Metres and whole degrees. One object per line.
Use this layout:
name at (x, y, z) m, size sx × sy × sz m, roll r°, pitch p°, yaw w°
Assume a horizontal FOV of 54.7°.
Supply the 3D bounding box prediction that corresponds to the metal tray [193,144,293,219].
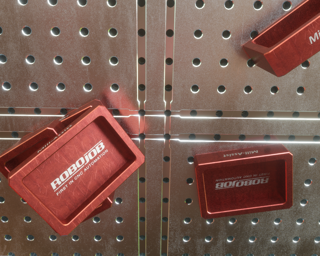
metal tray at (0.118, 0.077, 0.440) m, size 0.131 × 0.030 × 0.089 m, roll -8°, pitch 110°, yaw 2°

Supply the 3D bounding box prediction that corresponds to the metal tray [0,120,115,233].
metal tray at (-0.132, 0.066, 0.400) m, size 0.090 × 0.030 × 0.130 m, roll -30°, pitch 108°, yaw 10°

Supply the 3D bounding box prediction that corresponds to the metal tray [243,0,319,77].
metal tray at (0.164, -0.114, 0.339) m, size 0.130 × 0.090 × 0.030 m, roll -36°, pitch 107°, yaw 12°

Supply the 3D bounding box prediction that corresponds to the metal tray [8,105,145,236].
metal tray at (-0.092, 0.046, 0.361) m, size 0.130 × 0.030 × 0.090 m, roll -43°, pitch 110°, yaw -20°

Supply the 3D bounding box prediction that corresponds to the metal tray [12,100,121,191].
metal tray at (-0.118, 0.031, 0.420) m, size 0.130 × 0.030 × 0.090 m, roll -26°, pitch 108°, yaw 9°
